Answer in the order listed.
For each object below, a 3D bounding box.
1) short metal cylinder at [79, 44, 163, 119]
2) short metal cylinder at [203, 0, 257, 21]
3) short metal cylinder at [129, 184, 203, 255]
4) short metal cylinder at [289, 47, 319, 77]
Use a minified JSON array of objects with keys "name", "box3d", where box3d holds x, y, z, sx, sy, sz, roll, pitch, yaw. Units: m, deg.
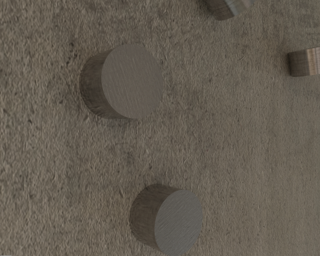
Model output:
[{"name":"short metal cylinder","box3d":[-0.043,-0.050,0.352,0.081,0.050,0.080,0,90,-40]},{"name":"short metal cylinder","box3d":[0.102,-0.205,0.454,0.050,0.080,0.080,47,62,-30]},{"name":"short metal cylinder","box3d":[0.009,0.115,0.396,0.081,0.050,0.080,0,90,-40]},{"name":"short metal cylinder","box3d":[0.305,-0.135,0.624,0.081,0.080,0.050,-20,103,-38]}]
